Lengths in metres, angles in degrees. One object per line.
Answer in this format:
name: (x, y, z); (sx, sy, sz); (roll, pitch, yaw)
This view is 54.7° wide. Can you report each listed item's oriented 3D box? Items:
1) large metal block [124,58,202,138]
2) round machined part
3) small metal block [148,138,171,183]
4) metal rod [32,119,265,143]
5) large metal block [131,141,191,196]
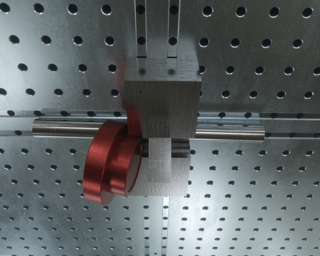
large metal block: (0.003, -0.035, 0.366); (0.081, 0.050, 0.079); (0, 130, -1)
round machined part: (-0.049, 0.042, 0.361); (0.042, 0.098, 0.097); (13, 131, 8)
small metal block: (0.000, 0.037, 0.369); (0.025, 0.050, 0.050); (1, 86, -1)
metal rod: (-0.013, 0.004, 0.415); (0.302, 0.025, 0.025); (1, 130, -2)
large metal block: (-0.001, 0.052, 0.440); (0.081, 0.050, 0.079); (1, 130, -1)
